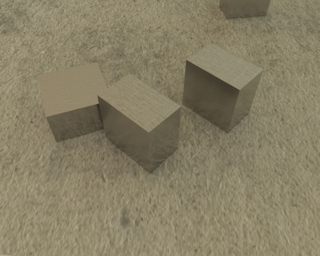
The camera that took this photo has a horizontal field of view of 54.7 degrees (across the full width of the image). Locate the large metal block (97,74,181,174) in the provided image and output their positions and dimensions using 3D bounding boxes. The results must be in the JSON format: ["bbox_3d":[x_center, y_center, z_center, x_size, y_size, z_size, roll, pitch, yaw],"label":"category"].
[{"bbox_3d":[-0.024,-0.005,0.371,0.080,0.080,0.050,35,58,25],"label":"large metal block"}]

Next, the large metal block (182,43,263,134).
[{"bbox_3d":[0.079,-0.053,0.413,0.080,0.080,0.050,36,59,26],"label":"large metal block"}]

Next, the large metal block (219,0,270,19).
[{"bbox_3d":[0.164,-0.259,0.587,0.081,0.080,0.050,-7,51,-6],"label":"large metal block"}]

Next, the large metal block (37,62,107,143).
[{"bbox_3d":[-0.111,-0.036,0.416,0.081,0.050,0.080,-16,52,-14],"label":"large metal block"}]
